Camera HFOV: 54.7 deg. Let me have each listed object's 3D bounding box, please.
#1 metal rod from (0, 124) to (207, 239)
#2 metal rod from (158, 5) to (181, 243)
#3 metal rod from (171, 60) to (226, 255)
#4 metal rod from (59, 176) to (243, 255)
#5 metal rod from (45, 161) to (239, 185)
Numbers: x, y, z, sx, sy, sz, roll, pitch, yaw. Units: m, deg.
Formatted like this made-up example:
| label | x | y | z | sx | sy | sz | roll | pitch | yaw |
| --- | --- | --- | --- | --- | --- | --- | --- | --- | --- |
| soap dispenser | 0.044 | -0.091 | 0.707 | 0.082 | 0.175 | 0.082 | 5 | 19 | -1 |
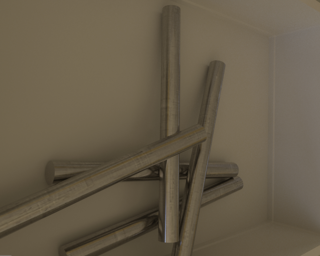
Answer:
| label | x | y | z | sx | sy | sz | roll | pitch | yaw |
| --- | --- | --- | --- | --- | --- | --- | --- | --- | --- |
| metal rod | -0.067 | 0.054 | 0.317 | 0.302 | 0.025 | 0.025 | -22 | 104 | -32 |
| metal rod | 0.013 | -0.012 | 0.395 | 0.025 | 0.025 | 0.298 | 9 | 78 | -40 |
| metal rod | 0.056 | 0.037 | 0.428 | 0.025 | 0.025 | 0.299 | 31 | 63 | -36 |
| metal rod | 0.014 | 0.114 | 0.419 | 0.302 | 0.025 | 0.025 | -11 | 97 | -40 |
| metal rod | 0.004 | 0.057 | 0.410 | 0.302 | 0.025 | 0.025 | 6 | 87 | -40 |
